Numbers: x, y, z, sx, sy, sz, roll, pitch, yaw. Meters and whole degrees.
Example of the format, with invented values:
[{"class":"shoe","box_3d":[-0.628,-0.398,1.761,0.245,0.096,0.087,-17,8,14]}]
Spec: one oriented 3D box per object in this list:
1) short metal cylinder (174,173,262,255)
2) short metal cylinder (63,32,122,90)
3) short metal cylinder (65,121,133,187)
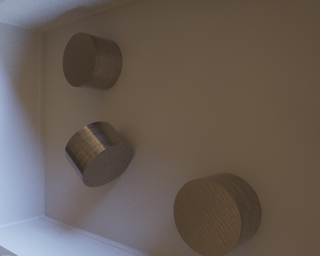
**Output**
[{"class":"short metal cylinder","box_3d":[0.062,0.092,0.338,0.080,0.050,0.079,0,90,39]},{"class":"short metal cylinder","box_3d":[-0.104,-0.100,0.473,0.080,0.050,0.079,0,90,39]},{"class":"short metal cylinder","box_3d":[-0.086,0.037,0.439,0.050,0.081,0.080,45,117,30]}]
